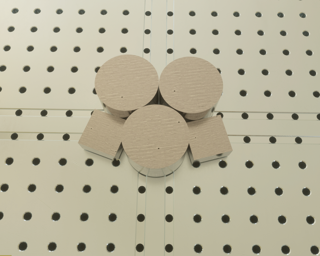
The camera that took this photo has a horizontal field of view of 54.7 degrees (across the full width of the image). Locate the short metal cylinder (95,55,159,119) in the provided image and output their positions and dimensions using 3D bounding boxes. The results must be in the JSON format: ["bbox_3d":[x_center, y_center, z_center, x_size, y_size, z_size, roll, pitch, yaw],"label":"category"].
[{"bbox_3d":[-0.042,-0.050,0.412,0.081,0.050,0.080,0,70,0],"label":"short metal cylinder"}]

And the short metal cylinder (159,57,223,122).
[{"bbox_3d":[0.039,-0.047,0.412,0.081,0.050,0.080,0,70,0],"label":"short metal cylinder"}]

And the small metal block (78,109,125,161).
[{"bbox_3d":[-0.070,0.009,0.404,0.050,0.025,0.050,20,71,7],"label":"small metal block"}]

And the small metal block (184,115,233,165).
[{"bbox_3d":[0.060,0.015,0.403,0.050,0.025,0.050,-13,71,-5],"label":"small metal block"}]

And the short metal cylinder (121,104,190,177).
[{"bbox_3d":[-0.005,0.017,0.388,0.081,0.050,0.080,0,70,0],"label":"short metal cylinder"}]
